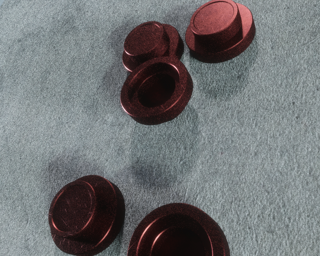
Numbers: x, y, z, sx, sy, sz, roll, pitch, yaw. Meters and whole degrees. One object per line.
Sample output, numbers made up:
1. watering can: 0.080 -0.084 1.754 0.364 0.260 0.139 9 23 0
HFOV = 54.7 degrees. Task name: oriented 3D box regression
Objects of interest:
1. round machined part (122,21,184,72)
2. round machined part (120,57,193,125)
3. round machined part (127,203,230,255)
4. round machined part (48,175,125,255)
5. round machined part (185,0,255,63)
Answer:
1. round machined part: -0.016 -0.126 0.479 0.098 0.042 0.098 -13 56 21
2. round machined part: -0.001 -0.046 0.422 0.098 0.042 0.098 -13 56 21
3. round machined part: 0.021 0.127 0.304 0.098 0.042 0.098 -13 56 21
4. round machined part: -0.096 0.103 0.380 0.098 0.042 0.098 -13 56 21
5. round machined part: 0.081 -0.143 0.438 0.098 0.042 0.098 -13 56 21
